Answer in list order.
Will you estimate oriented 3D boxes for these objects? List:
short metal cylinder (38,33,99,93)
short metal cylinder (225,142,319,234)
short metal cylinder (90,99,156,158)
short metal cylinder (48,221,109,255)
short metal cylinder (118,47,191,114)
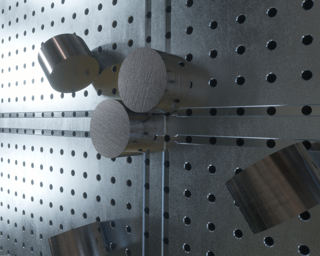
[{"bbox_3d":[-0.144,-0.101,0.489,0.080,0.081,0.050,-48,62,29],"label":"short metal cylinder"},{"bbox_3d":[0.108,0.055,0.284,0.080,0.081,0.050,-41,65,32],"label":"short metal cylinder"},{"bbox_3d":[-0.053,0.001,0.434,0.080,0.050,0.079,0,90,39],"label":"short metal cylinder"},{"bbox_3d":[-0.124,0.180,0.473,0.080,0.081,0.050,-31,71,35],"label":"short metal cylinder"},{"bbox_3d":[-0.008,-0.059,0.397,0.080,0.050,0.079,1,91,39],"label":"short metal cylinder"}]
